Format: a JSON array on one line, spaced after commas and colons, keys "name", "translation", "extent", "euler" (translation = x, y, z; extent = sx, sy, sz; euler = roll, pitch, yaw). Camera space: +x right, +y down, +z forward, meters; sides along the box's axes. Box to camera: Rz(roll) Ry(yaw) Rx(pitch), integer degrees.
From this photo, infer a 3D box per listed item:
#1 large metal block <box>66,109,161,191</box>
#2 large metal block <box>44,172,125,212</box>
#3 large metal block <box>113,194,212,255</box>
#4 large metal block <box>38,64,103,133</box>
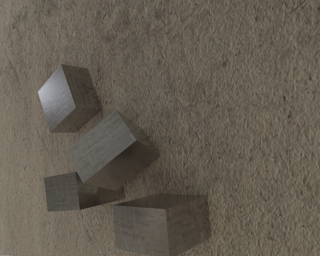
[{"name": "large metal block", "translation": [-0.057, 0.032, 0.399], "extent": [0.080, 0.080, 0.050], "euler": [-39, 64, 5]}, {"name": "large metal block", "translation": [-0.112, 0.090, 0.462], "extent": [0.080, 0.081, 0.050], "euler": [-15, 81, 39]}, {"name": "large metal block", "translation": [0.003, 0.111, 0.367], "extent": [0.080, 0.081, 0.050], "euler": [-8, 85, 40]}, {"name": "large metal block", "translation": [-0.150, -0.046, 0.513], "extent": [0.080, 0.050, 0.080], "euler": [-36, 68, 34]}]
